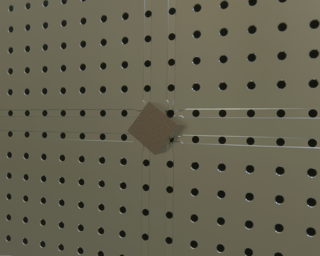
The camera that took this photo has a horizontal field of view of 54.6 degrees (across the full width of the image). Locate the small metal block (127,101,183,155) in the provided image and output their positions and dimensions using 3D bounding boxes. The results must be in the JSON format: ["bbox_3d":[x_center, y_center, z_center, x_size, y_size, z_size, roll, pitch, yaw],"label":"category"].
[{"bbox_3d":[-0.006,0.000,0.415,0.050,0.025,0.050,40,103,15],"label":"small metal block"}]
